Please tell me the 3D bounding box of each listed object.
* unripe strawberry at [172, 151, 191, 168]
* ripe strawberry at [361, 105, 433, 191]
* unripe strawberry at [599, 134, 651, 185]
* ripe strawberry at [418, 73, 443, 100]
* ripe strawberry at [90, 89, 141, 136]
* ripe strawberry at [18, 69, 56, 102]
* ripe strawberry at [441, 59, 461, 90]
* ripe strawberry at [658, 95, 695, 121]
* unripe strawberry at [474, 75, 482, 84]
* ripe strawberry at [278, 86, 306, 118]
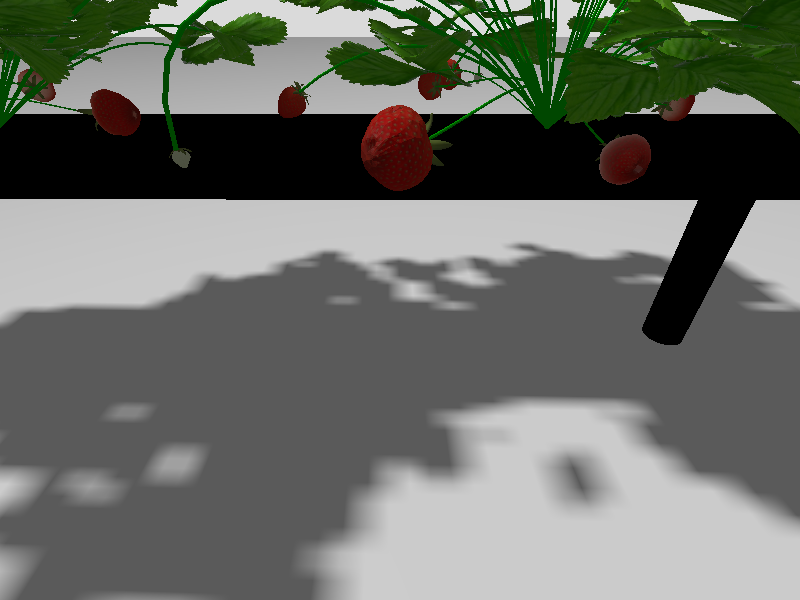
[{"bbox_3d":[-0.126,-0.081,0.232,0.010,0.010,0.011,-15,37,-20],"label":"unripe strawberry"},{"bbox_3d":[-0.003,-0.073,0.196,0.034,0.039,0.037,26,43,32],"label":"ripe strawberry"},{"bbox_3d":[0.118,-0.072,0.208,0.024,0.025,0.026,1,35,1],"label":"unripe strawberry"},{"bbox_3d":[0.032,-0.242,0.450,0.029,0.030,0.031,-18,38,-24],"label":"ripe strawberry"},{"bbox_3d":[-0.209,-0.138,0.296,0.030,0.032,0.028,8,35,10],"label":"ripe strawberry"},{"bbox_3d":[-0.399,-0.236,0.441,0.030,0.032,0.033,-15,37,-21],"label":"ripe strawberry"},{"bbox_3d":[0.061,-0.293,0.521,0.033,0.035,0.035,-8,28,-11],"label":"ripe strawberry"},{"bbox_3d":[0.246,-0.173,0.354,0.028,0.028,0.027,-10,36,-15],"label":"ripe strawberry"},{"bbox_3d":[0.098,-0.279,0.504,0.010,0.011,0.011,-3,35,-5],"label":"unripe strawberry"},{"bbox_3d":[-0.097,-0.174,0.356,0.027,0.023,0.027,-31,22,29],"label":"ripe strawberry"}]
